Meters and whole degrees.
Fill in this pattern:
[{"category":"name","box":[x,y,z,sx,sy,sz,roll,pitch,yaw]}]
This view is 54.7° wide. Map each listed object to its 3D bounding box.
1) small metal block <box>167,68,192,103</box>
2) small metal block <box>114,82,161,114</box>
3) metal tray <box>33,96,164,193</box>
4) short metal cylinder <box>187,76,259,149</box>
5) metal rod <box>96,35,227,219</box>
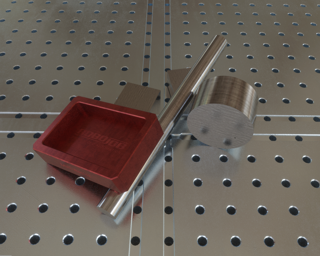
[{"category":"small metal block","box":[0.040,-0.063,0.461,0.050,0.025,0.050,-8,50,-7]},{"category":"small metal block","box":[-0.031,-0.034,0.436,0.050,0.025,0.050,15,52,12]},{"category":"metal tray","box":[-0.073,0.013,0.365,0.130,0.030,0.090,15,57,30]},{"category":"short metal cylinder","box":[0.079,-0.018,0.389,0.080,0.080,0.050,14,52,11]},{"category":"metal rod","box":[0.016,-0.020,0.400,0.025,0.025,0.301,24,61,18]}]
